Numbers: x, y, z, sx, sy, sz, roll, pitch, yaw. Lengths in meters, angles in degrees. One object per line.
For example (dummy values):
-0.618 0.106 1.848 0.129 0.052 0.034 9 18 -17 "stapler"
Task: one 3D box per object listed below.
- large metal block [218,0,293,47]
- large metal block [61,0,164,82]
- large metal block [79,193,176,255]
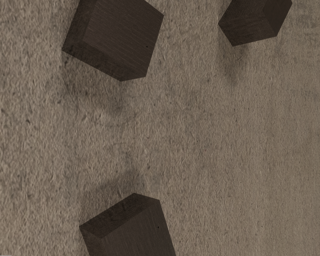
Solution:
0.154 -0.185 0.500 0.050 0.080 0.080 46 63 -31 "large metal block"
-0.051 -0.108 0.347 0.080 0.050 0.080 25 74 -38 "large metal block"
-0.035 0.134 0.361 0.081 0.050 0.080 -26 107 -37 "large metal block"
